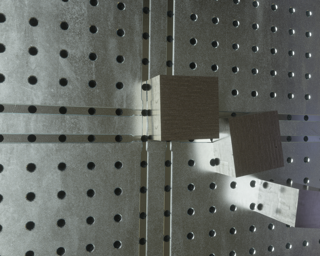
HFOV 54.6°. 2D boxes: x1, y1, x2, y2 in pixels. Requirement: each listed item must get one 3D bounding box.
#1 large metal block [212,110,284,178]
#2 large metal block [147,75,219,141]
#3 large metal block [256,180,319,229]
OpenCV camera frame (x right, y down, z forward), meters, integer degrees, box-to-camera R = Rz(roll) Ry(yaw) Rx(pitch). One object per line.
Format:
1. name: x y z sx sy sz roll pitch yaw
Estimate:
1. large metal block: 0.124 0.020 0.445 0.081 0.050 0.080 -9 93 -20
2. large metal block: 0.030 -0.025 0.410 0.081 0.050 0.080 -1 91 -20
3. large metal block: 0.204 0.111 0.458 0.081 0.080 0.050 9 87 -20
